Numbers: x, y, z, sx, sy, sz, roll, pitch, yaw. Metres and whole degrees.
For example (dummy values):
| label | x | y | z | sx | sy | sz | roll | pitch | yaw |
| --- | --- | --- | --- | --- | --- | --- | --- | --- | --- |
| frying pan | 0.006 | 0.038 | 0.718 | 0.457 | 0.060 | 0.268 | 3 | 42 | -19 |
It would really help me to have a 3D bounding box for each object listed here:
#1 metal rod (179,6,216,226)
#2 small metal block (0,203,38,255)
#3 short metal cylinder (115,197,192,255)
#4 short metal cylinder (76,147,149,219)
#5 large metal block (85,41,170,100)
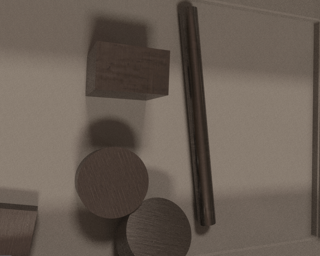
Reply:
| label | x | y | z | sx | sy | sz | roll | pitch | yaw |
| --- | --- | --- | --- | --- | --- | --- | --- | --- | --- |
| metal rod | 0.052 | -0.015 | 0.431 | 0.025 | 0.025 | 0.298 | -6 | 92 | -20 |
| small metal block | -0.169 | 0.113 | 0.348 | 0.050 | 0.025 | 0.050 | 11 | 86 | -20 |
| short metal cylinder | -0.009 | 0.131 | 0.378 | 0.081 | 0.050 | 0.080 | 11 | 58 | -18 |
| short metal cylinder | -0.059 | 0.063 | 0.372 | 0.081 | 0.050 | 0.080 | 2 | 84 | -18 |
| large metal block | -0.041 | -0.063 | 0.367 | 0.081 | 0.080 | 0.050 | 2 | 90 | -20 |
